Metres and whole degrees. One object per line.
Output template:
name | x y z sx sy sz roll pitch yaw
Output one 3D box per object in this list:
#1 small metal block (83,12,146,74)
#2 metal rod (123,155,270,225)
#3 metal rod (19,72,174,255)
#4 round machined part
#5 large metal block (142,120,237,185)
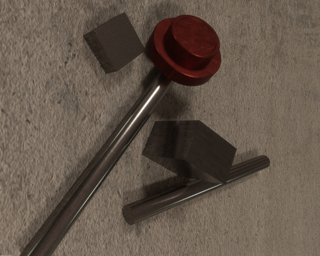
small metal block | -0.052 -0.099 0.362 0.050 0.025 0.050 -45 117 -31
metal rod | 0.076 0.083 0.471 0.302 0.025 0.025 -11 97 -40
metal rod | -0.049 0.018 0.364 0.025 0.025 0.301 49 61 -29
round machined part | 0.037 -0.106 0.399 0.099 0.042 0.098 11 59 -20
large metal block | 0.038 0.031 0.403 0.080 0.080 0.050 34 69 -35
